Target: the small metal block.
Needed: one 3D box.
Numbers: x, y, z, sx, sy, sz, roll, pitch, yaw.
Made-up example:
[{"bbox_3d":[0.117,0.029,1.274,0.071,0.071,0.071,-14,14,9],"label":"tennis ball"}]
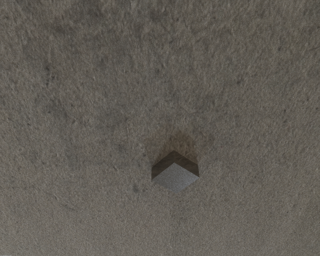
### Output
[{"bbox_3d":[0.023,0.067,0.465,0.050,0.025,0.050,33,122,-25],"label":"small metal block"}]
